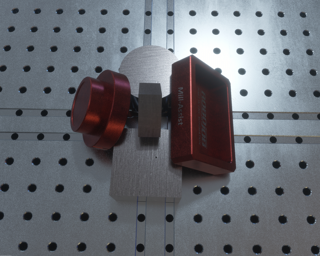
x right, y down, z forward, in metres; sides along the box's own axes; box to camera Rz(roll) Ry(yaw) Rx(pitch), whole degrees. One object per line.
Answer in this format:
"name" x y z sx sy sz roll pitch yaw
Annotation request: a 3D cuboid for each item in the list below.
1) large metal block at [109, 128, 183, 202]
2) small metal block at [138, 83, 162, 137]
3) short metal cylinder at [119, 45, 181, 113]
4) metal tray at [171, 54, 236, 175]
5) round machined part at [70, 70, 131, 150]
"large metal block" -0.015 0.047 0.381 0.080 0.050 0.080 2 70 1
"small metal block" -0.012 -0.022 0.361 0.025 0.050 0.050 1 112 -3
"short metal cylinder" -0.012 -0.064 0.421 0.081 0.050 0.080 0 70 0
"metal tray" 0.055 -0.014 0.384 0.030 0.090 0.130 -17 63 40
"round machined part" -0.077 -0.024 0.377 0.042 0.098 0.098 14 67 -31
